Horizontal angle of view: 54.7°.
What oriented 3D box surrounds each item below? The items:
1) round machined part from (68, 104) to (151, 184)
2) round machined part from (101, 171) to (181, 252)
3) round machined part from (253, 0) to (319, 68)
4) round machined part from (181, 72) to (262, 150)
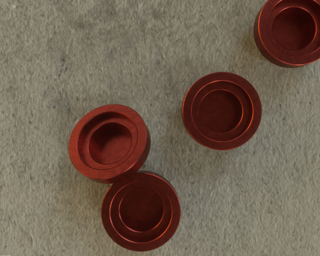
[{"bbox_3d":[-0.059,0.022,0.388,0.098,0.042,0.098,-5,63,11],"label":"round machined part"},{"bbox_3d":[-0.023,0.104,0.401,0.099,0.042,0.097,0,90,-1],"label":"round machined part"},{"bbox_3d":[0.171,-0.127,0.404,0.099,0.042,0.097,0,90,-1],"label":"round machined part"},{"bbox_3d":[0.077,-0.021,0.403,0.099,0.042,0.097,0,90,-1],"label":"round machined part"}]
